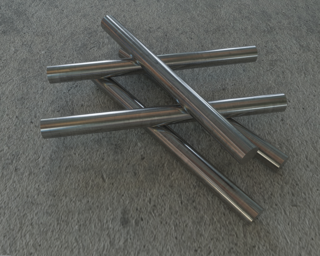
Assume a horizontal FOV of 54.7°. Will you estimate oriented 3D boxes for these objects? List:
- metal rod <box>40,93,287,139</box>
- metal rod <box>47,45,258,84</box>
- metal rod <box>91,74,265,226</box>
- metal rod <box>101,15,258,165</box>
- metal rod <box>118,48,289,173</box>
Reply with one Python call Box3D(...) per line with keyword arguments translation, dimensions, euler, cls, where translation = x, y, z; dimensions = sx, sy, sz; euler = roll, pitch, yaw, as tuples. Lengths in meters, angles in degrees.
Box3D(translation=(0.010, -0.016, 0.387), dimensions=(0.302, 0.025, 0.025), euler=(-7, 51, -6), cls="metal rod")
Box3D(translation=(-0.006, -0.093, 0.451), dimensions=(0.302, 0.025, 0.025), euler=(-7, 51, -7), cls="metal rod")
Box3D(translation=(0.003, 0.007, 0.398), dimensions=(0.025, 0.025, 0.300), euler=(-34, 58, -25), cls="metal rod")
Box3D(translation=(0.006, -0.066, 0.396), dimensions=(0.025, 0.025, 0.300), euler=(-28, 56, -22), cls="metal rod")
Box3D(translation=(0.044, -0.041, 0.439), dimensions=(0.025, 0.025, 0.300), euler=(-35, 59, -26), cls="metal rod")
